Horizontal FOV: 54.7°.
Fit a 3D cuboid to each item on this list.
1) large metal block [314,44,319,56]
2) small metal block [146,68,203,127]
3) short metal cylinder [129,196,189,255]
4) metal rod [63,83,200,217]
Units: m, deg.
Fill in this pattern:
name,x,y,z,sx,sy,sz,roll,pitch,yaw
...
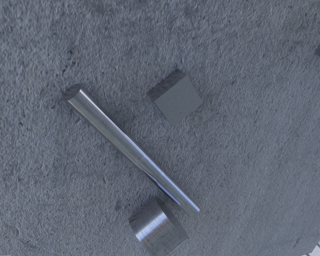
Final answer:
name,x,y,z,sx,sy,sz,roll,pitch,yaw
large metal block,0.298,-0.134,0.471,0.081,0.050,0.079,8,115,-32
small metal block,0.019,-0.038,0.394,0.050,0.025,0.050,-39,130,-2
short metal cylinder,-0.002,0.149,0.463,0.050,0.080,0.080,-40,130,-1
metal rod,-0.019,0.050,0.427,0.025,0.025,0.300,-41,130,-1
